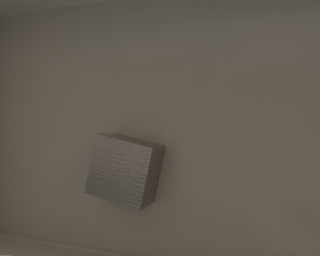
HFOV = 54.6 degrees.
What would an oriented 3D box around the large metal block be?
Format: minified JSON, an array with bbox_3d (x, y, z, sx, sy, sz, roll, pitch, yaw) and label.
[{"bbox_3d":[-0.045,0.055,0.414,0.080,0.050,0.080,13,95,19],"label":"large metal block"}]
